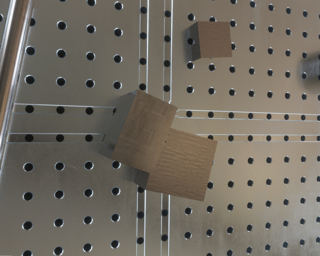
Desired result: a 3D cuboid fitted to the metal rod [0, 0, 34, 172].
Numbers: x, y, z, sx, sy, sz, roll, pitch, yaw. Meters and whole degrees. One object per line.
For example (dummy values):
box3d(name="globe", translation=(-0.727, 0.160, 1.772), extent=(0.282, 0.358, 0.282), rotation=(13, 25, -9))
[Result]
box3d(name="metal rod", translation=(-0.183, 0.000, 0.345), extent=(0.025, 0.025, 0.298), rotation=(11, 86, -20))

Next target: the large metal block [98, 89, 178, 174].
box3d(name="large metal block", translation=(-0.030, 0.004, 0.373), extent=(0.050, 0.080, 0.080), rotation=(23, 82, -19))

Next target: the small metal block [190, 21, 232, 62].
box3d(name="small metal block", translation=(0.072, -0.123, 0.441), extent=(0.050, 0.025, 0.050), rotation=(-6, 92, -20))

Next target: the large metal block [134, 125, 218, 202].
box3d(name="large metal block", translation=(0.020, 0.045, 0.408), extent=(0.081, 0.050, 0.080), rotation=(16, 85, -20))
